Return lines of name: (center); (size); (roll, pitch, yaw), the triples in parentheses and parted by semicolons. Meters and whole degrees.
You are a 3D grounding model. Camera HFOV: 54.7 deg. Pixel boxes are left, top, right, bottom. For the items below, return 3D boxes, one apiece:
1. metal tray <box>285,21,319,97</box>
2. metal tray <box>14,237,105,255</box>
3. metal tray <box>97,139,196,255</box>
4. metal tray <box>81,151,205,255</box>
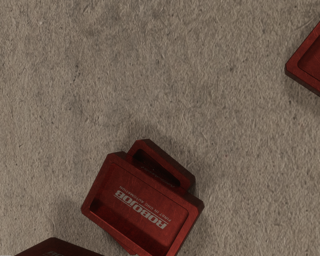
metal tray: (0.215, -0.063, 0.330); (0.130, 0.030, 0.090); (39, 102, 15)
metal tray: (-0.124, 0.194, 0.416); (0.130, 0.090, 0.030); (12, 94, 19)
metal tray: (-0.027, 0.090, 0.414); (0.090, 0.030, 0.129); (39, 102, 15)
metal tray: (-0.024, 0.098, 0.381); (0.130, 0.030, 0.090); (30, 100, 17)
